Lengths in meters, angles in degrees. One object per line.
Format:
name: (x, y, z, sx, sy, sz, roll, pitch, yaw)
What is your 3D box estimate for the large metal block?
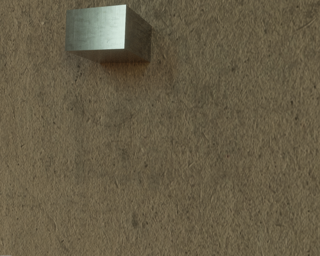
large metal block: (-0.064, -0.117, 0.402, 0.080, 0.080, 0.050, 3, 91, 20)
